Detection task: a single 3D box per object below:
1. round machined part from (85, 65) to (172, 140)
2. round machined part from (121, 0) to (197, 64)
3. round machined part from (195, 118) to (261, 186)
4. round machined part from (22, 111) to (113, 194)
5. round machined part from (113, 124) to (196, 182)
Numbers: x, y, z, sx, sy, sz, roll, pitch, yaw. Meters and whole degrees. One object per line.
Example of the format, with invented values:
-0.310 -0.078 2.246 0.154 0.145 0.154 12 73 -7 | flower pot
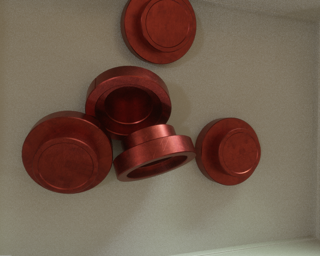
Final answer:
-0.038 -0.033 0.370 0.099 0.042 0.097 -4 133 -4 | round machined part
0.003 -0.130 0.393 0.099 0.042 0.097 -5 104 -20 | round machined part
0.103 0.034 0.441 0.099 0.042 0.097 0 90 -21 | round machined part
-0.102 0.033 0.345 0.099 0.042 0.097 -3 113 -8 | round machined part
-0.009 0.028 0.374 0.099 0.098 0.042 -12 70 -20 | round machined part
